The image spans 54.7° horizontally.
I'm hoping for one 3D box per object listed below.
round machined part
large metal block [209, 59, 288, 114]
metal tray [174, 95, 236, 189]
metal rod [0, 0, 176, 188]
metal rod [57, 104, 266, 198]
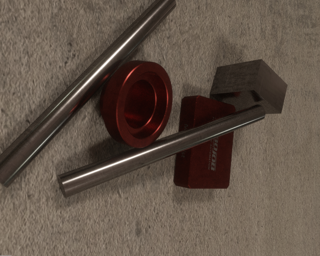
[{"bbox_3d":[-0.030,-0.029,0.358,0.099,0.042,0.097,-25,121,-49],"label":"round machined part"},{"bbox_3d":[0.140,-0.061,0.489,0.080,0.080,0.050,28,72,-37],"label":"large metal block"},{"bbox_3d":[0.069,0.023,0.462,0.091,0.030,0.129,10,84,-40],"label":"metal tray"},{"bbox_3d":[-0.069,-0.062,0.348,0.025,0.025,0.301,52,60,-28],"label":"metal rod"},{"bbox_3d":[0.023,0.019,0.394,0.302,0.025,0.025,-19,102,-29],"label":"metal rod"}]
